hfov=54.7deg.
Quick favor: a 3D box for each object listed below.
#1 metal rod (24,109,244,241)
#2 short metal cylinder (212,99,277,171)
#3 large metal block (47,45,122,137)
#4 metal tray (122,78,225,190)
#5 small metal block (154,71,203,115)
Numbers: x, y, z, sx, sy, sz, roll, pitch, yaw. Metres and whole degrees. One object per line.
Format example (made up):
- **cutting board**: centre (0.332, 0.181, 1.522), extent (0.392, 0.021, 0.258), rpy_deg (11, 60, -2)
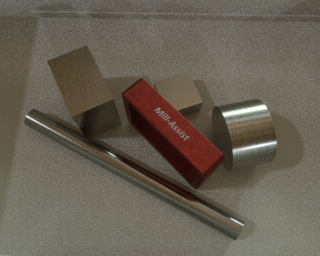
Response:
- **metal rod**: centre (-0.039, 0.054, 0.388), extent (0.301, 0.025, 0.025), rpy_deg (27, 72, 9)
- **short metal cylinder**: centre (0.099, 0.008, 0.377), extent (0.050, 0.080, 0.080), rpy_deg (-11, 71, -3)
- **large metal block**: centre (-0.092, -0.042, 0.393), extent (0.050, 0.080, 0.080), rpy_deg (-25, 72, -9)
- **metal tray**: centre (0.012, 0.010, 0.369), extent (0.030, 0.090, 0.130), rpy_deg (-42, 76, -14)
- **small metal block**: centre (0.024, -0.044, 0.423), extent (0.050, 0.025, 0.050), rpy_deg (-19, 71, -7)
